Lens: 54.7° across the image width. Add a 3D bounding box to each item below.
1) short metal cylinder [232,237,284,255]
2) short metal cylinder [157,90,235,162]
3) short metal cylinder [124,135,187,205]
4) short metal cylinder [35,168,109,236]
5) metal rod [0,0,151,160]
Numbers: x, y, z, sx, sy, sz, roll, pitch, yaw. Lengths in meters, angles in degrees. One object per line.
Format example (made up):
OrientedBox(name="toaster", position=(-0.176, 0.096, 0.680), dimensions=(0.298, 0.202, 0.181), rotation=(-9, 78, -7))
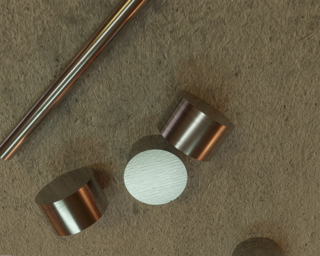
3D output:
OrientedBox(name="short metal cylinder", position=(0.157, 0.218, 0.478), dimensions=(0.081, 0.050, 0.079), rotation=(0, 110, 0))
OrientedBox(name="short metal cylinder", position=(0.043, -0.004, 0.379), dimensions=(0.080, 0.080, 0.050), rotation=(30, 107, -11))
OrientedBox(name="short metal cylinder", position=(-0.005, 0.055, 0.417), dimensions=(0.081, 0.050, 0.079), rotation=(0, 110, 0))
OrientedBox(name="short metal cylinder", position=(-0.117, 0.097, 0.415), dimensions=(0.080, 0.080, 0.050), rotation=(-19, 109, 7))
OrientedBox(name="metal rod", position=(-0.108, -0.068, 0.383), dimensions=(0.025, 0.025, 0.299), rotation=(42, 105, -14))
